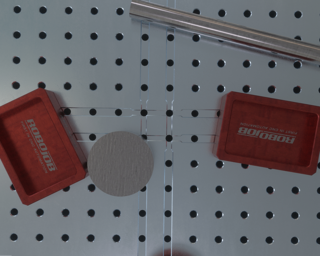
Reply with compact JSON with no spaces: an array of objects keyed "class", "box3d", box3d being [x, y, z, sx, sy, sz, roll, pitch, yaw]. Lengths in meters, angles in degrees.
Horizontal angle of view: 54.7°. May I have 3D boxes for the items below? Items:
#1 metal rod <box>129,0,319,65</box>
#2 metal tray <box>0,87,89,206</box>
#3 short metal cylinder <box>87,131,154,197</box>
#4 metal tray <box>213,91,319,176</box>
[{"class":"metal rod","box3d":[0.109,-0.124,0.414,0.302,0.025,0.025,14,90,0]},{"class":"metal tray","box3d":[-0.161,0.024,0.409,0.090,0.030,0.129,-26,90,0]},{"class":"short metal cylinder","box3d":[-0.048,0.043,0.401,0.081,0.050,0.079,0,90,0]},{"class":"metal tray","box3d":[0.144,0.007,0.412,0.131,0.030,0.089,10,90,0]}]
